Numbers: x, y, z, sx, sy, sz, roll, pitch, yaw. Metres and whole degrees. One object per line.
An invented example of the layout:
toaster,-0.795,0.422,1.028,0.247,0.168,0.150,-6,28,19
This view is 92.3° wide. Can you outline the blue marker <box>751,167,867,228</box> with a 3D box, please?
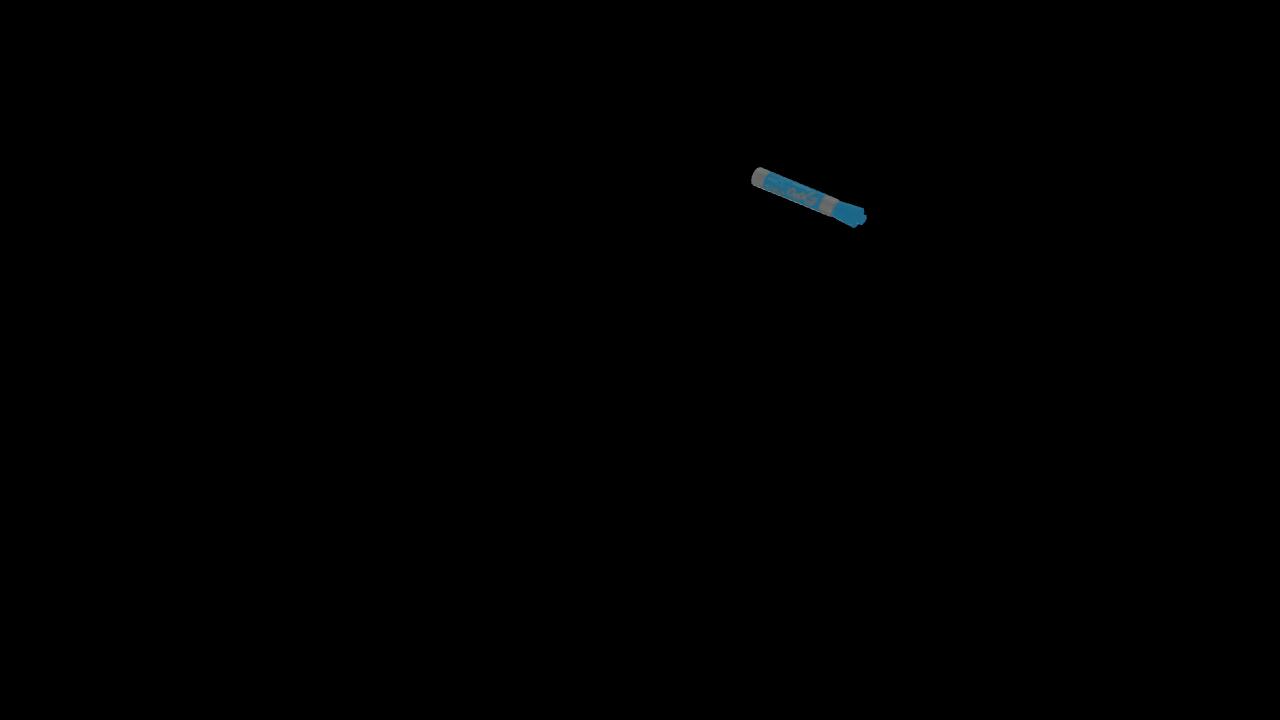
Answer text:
blue marker,0.158,-0.153,0.579,0.121,0.020,0.020,35,20,32
